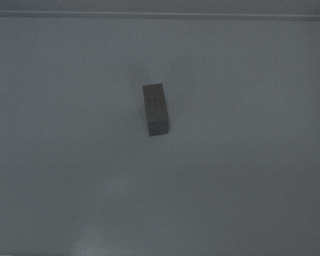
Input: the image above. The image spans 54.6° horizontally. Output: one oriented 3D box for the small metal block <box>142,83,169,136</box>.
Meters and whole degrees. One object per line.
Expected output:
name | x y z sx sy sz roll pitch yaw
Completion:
small metal block | -0.006 -0.023 0.401 0.025 0.050 0.050 -8 70 -3
